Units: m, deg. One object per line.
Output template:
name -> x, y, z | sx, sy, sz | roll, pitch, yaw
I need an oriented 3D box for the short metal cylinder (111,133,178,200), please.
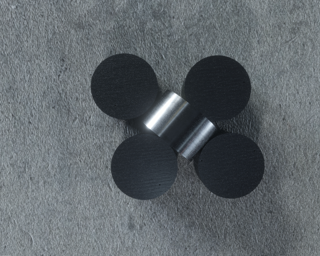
short metal cylinder -> -0.019, 0.047, 0.397 | 0.081, 0.050, 0.079 | 0, 90, -1

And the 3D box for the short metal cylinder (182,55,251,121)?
short metal cylinder -> 0.070, -0.048, 0.398 | 0.081, 0.050, 0.079 | 0, 90, -1

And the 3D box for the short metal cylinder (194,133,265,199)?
short metal cylinder -> 0.086, 0.045, 0.399 | 0.081, 0.050, 0.079 | 0, 90, -1

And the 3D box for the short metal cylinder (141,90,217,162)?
short metal cylinder -> 0.023, -0.003, 0.384 | 0.080, 0.080, 0.050 | 40, 90, -1

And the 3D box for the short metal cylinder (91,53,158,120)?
short metal cylinder -> -0.043, -0.050, 0.397 | 0.081, 0.050, 0.079 | 0, 90, -1
